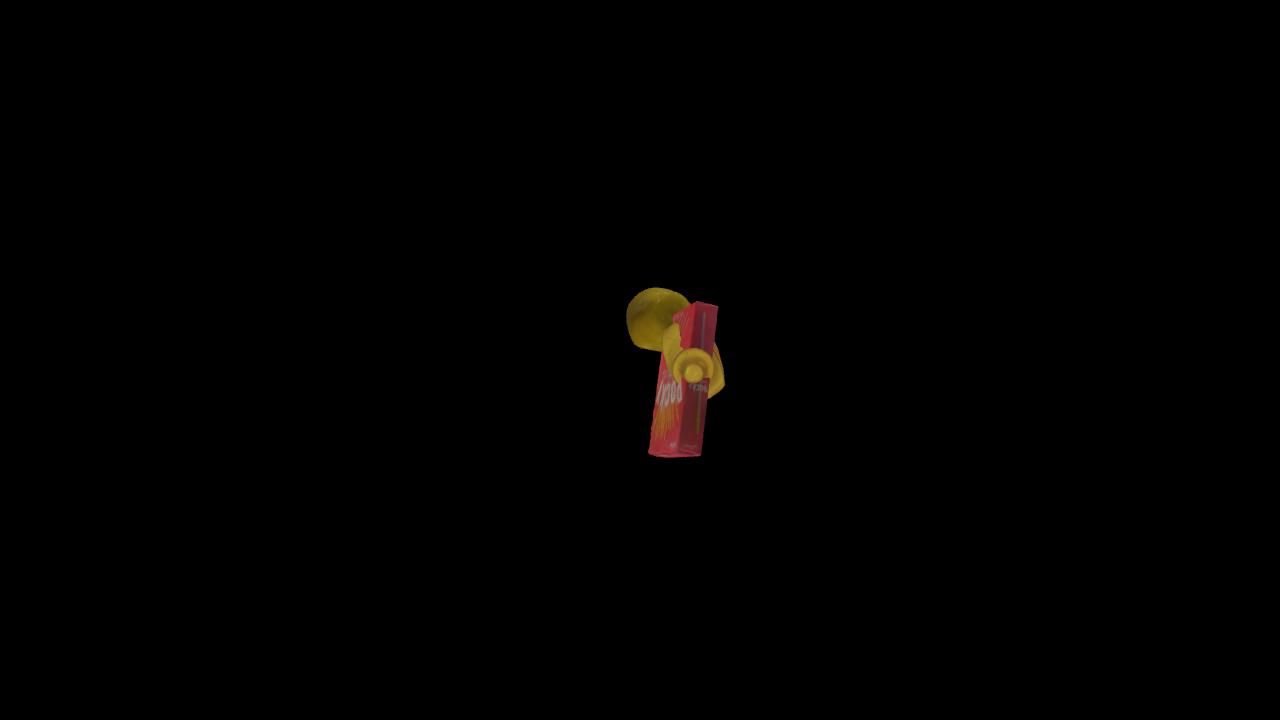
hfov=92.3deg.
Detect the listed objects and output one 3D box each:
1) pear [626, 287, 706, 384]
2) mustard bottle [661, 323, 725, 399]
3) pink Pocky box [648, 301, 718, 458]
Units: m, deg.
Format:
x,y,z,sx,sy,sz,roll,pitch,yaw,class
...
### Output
x,y,z,sx,sy,sz,roll,pitch,yaw,class
0.012,-0.039,0.713,0.080,0.080,0.111,0,-14,-30,pear
0.058,-0.002,0.674,0.054,0.092,0.184,-29,6,9,mustard bottle
0.044,0.023,0.639,0.029,0.155,0.084,12,-13,-17,pink Pocky box
